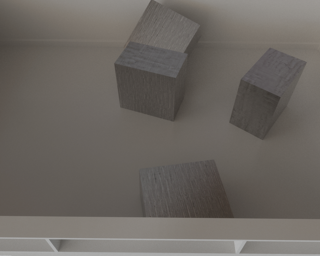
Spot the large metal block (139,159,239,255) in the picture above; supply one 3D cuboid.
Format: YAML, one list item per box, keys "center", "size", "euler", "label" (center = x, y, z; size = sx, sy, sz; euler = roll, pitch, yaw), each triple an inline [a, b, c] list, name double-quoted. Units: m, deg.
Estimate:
- center: [0.024, 0.084, 0.317]
  size: [0.081, 0.050, 0.080]
  euler: [-6, 50, -8]
  label: "large metal block"

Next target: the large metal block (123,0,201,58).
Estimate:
- center: [0.006, -0.129, 0.462]
  size: [0.080, 0.050, 0.080]
  euler: [31, 94, 8]
  label: "large metal block"

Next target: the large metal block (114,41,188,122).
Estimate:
- center: [-0.011, -0.063, 0.422]
  size: [0.080, 0.080, 0.050]
  euler: [16, 52, 12]
  label: "large metal block"

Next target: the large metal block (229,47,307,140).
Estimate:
- center: [0.141, -0.045, 0.409]
  size: [0.050, 0.080, 0.080]
  euler: [31, 56, 23]
  label: "large metal block"
